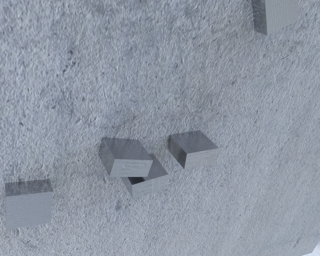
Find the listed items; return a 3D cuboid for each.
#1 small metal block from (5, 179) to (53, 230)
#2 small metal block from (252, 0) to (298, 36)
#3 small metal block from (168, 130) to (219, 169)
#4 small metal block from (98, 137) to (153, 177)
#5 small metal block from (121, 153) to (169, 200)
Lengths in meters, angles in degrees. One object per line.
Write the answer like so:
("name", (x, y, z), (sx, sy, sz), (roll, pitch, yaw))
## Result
("small metal block", (-0.160, 0.092, 0.376), (0.050, 0.025, 0.050), (-1, 119, -28))
("small metal block", (0.146, -0.153, 0.392), (0.050, 0.025, 0.050), (-28, 128, -11))
("small metal block", (0.046, 0.029, 0.433), (0.050, 0.050, 0.025), (-8, 122, -24))
("small metal block", (-0.044, 0.036, 0.389), (0.050, 0.050, 0.025), (6, 116, -31))
("small metal block", (-0.022, 0.064, 0.418), (0.050, 0.050, 0.025), (-13, 124, -21))
